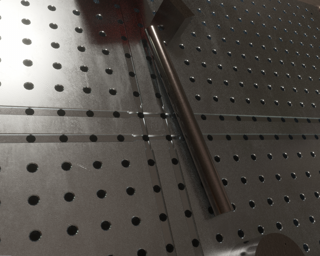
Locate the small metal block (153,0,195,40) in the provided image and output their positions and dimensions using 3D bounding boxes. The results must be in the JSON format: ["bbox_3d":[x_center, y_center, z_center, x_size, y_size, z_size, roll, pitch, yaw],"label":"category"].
[{"bbox_3d":[0.023,-0.187,0.520,0.025,0.050,0.050,-33,81,-38],"label":"small metal block"}]

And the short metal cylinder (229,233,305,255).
[{"bbox_3d":[0.126,0.168,0.360,0.081,0.050,0.080,14,56,-21],"label":"short metal cylinder"}]

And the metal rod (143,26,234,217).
[{"bbox_3d":[0.033,-0.024,0.442,0.025,0.025,0.299,-6,65,-31],"label":"metal rod"}]
